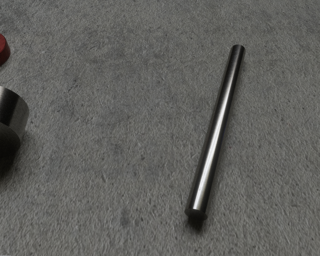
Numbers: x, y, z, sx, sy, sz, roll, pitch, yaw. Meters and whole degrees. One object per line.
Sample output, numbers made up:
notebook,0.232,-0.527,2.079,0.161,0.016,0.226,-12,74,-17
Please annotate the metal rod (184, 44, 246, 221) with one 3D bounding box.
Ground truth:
metal rod,0.083,-0.018,0.419,0.025,0.025,0.300,14,51,11

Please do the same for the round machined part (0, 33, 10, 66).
round machined part,-0.300,-0.131,0.498,0.099,0.042,0.098,0,50,0

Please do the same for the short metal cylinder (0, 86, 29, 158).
short metal cylinder,-0.205,-0.007,0.371,0.081,0.080,0.050,-3,50,-3
